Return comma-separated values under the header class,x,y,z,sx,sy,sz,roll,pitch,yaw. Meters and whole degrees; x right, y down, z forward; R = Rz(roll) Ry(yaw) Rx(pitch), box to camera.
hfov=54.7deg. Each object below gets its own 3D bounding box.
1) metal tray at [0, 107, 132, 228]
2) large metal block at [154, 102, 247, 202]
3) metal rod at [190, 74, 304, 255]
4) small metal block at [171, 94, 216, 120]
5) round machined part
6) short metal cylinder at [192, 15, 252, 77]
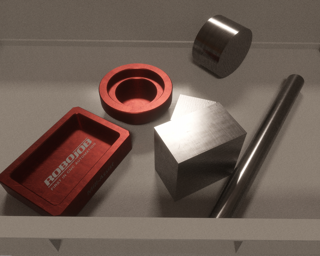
class,x,y,z,sx,sy,sz,roll,pitch,yaw
metal tray,-0.106,0.039,0.367,0.090,0.030,0.130,25,54,19
large metal block,0.041,0.028,0.347,0.081,0.080,0.050,-22,54,-18
metal rod,0.123,0.026,0.385,0.025,0.025,0.301,27,55,20
small metal block,0.045,-0.015,0.418,0.050,0.025,0.050,13,51,10
round machined part,-0.032,-0.042,0.429,0.099,0.042,0.098,0,50,0
short metal cylinder,0.096,-0.125,0.476,0.080,0.080,0.050,-35,59,-26
